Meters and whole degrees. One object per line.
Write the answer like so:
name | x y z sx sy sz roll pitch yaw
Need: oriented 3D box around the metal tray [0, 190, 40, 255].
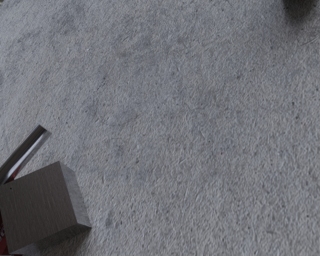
metal tray | -0.220 0.139 0.430 0.090 0.030 0.130 10 66 32

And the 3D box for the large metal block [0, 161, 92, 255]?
large metal block | -0.141 0.098 0.379 0.080 0.050 0.080 -24 66 -4

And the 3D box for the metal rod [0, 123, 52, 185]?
metal rod | -0.258 0.118 0.427 0.025 0.025 0.300 30 78 37
